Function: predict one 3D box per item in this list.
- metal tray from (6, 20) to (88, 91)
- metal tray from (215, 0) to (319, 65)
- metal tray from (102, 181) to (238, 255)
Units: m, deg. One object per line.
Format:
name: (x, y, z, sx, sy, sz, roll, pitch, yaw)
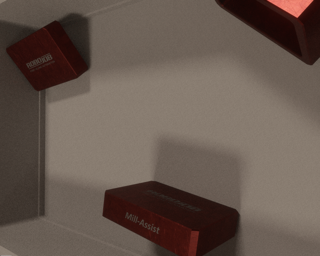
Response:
metal tray: (-0.195, -0.118, 0.529, 0.130, 0.030, 0.090, -8, 123, 39)
metal tray: (0.093, -0.118, 0.283, 0.030, 0.090, 0.130, -49, 60, 12)
metal tray: (0.010, 0.097, 0.354, 0.130, 0.091, 0.030, 12, 98, 39)
